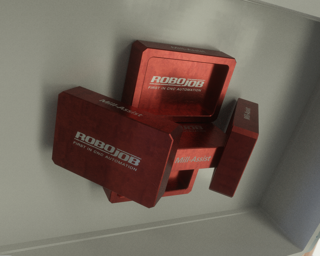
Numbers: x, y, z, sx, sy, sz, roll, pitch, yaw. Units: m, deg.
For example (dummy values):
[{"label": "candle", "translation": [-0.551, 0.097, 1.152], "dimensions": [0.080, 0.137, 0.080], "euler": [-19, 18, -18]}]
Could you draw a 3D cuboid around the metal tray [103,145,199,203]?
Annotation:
[{"label": "metal tray", "translation": [-0.006, 0.053, 0.431], "dimensions": [0.131, 0.030, 0.089], "euler": [0, 118, -29]}]

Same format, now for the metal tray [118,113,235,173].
[{"label": "metal tray", "translation": [0.018, 0.014, 0.383], "dimensions": [0.131, 0.090, 0.030], "euler": [0, 118, -29]}]

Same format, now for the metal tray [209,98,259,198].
[{"label": "metal tray", "translation": [0.101, 0.020, 0.415], "dimensions": [0.030, 0.130, 0.089], "euler": [19, 115, 10]}]

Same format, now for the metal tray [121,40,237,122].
[{"label": "metal tray", "translation": [0.023, -0.053, 0.383], "dimensions": [0.131, 0.030, 0.089], "euler": [-1, 119, -29]}]

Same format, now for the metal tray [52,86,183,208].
[{"label": "metal tray", "translation": [-0.050, 0.019, 0.331], "dimensions": [0.030, 0.130, 0.089], "euler": [-40, 148, -61]}]
